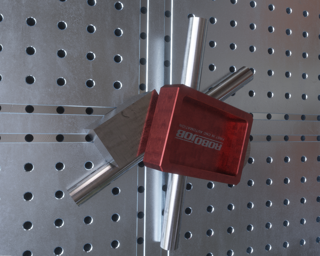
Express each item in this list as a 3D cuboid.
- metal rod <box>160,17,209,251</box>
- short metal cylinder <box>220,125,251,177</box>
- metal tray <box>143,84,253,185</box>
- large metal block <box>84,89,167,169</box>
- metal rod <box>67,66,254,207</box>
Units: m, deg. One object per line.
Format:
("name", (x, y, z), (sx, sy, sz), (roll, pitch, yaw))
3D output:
("metal rod", (0.030, 0.013, 0.401), (0.025, 0.025, 0.298), (4, 98, -20))
("short metal cylinder", (0.076, 0.026, 0.428), (0.081, 0.050, 0.079), (0, 90, -21))
("metal tray", (0.049, 0.012, 0.354), (0.131, 0.030, 0.090), (17, 84, -38))
("large metal block", (-0.038, 0.000, 0.370), (0.080, 0.080, 0.050), (-36, 102, -17))
("metal rod", (0.012, 0.002, 0.419), (0.301, 0.025, 0.025), (-35, 102, -17))
